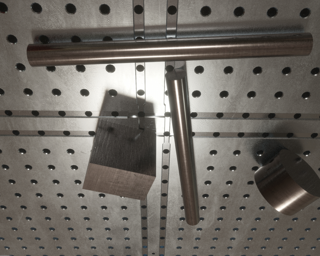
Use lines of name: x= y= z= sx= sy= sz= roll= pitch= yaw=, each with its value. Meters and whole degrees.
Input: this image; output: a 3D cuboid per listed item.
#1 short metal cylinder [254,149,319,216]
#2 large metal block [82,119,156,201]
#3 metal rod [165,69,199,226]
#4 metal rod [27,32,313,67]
short metal cylinder: x=0.184 y=0.077 z=0.444 sx=0.080 sy=0.080 sz=0.050 roll=25 pitch=126 yaw=-20
large metal block: x=-0.051 y=0.042 z=0.410 sx=0.081 sy=0.080 sz=0.050 roll=14 pitch=129 yaw=-12
metal rod: x=0.038 y=0.050 z=0.455 sx=0.025 sy=0.025 sz=0.298 roll=-6 pitch=130 yaw=5
metal rod: x=0.010 y=-0.085 z=0.338 sx=0.302 sy=0.025 sz=0.025 roll=-2 pitch=130 yaw=1
